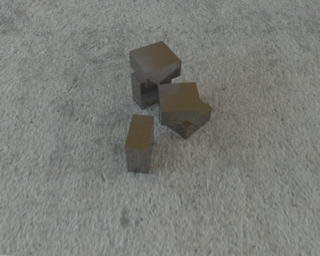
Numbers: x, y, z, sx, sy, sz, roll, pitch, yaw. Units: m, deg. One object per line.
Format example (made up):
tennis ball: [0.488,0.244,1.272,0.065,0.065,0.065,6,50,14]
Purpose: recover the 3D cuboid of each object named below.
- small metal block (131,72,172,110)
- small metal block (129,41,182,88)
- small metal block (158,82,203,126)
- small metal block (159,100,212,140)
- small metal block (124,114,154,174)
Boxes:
small metal block: [-0.012,-0.060,0.437,0.050,0.050,0.025,-26,55,-21]
small metal block: [-0.007,-0.085,0.410,0.050,0.025,0.050,-23,54,-18]
small metal block: [0.024,-0.032,0.398,0.050,0.025,0.050,-4,50,-4]
small metal block: [0.034,-0.019,0.420,0.050,0.025,0.050,37,59,26]
small metal block: [-0.023,0.019,0.370,0.025,0.050,0.050,6,50,5]
